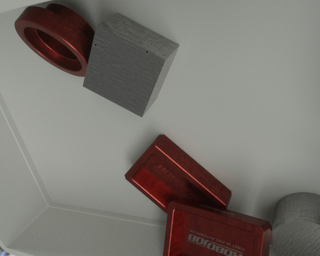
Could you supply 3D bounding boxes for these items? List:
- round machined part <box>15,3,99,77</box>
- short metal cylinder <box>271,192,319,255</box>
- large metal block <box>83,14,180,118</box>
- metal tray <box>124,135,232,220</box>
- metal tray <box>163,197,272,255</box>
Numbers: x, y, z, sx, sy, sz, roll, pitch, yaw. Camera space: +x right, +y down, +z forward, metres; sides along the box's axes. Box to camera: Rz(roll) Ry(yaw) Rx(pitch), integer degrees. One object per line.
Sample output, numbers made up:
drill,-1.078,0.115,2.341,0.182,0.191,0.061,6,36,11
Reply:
round machined part,-0.116,-0.108,0.371,0.098,0.042,0.098,25,162,9
short metal cylinder,0.179,0.125,0.376,0.080,0.050,0.079,13,124,20
large metal block,-0.035,-0.072,0.361,0.080,0.050,0.079,28,128,4
metal tray,0.023,0.081,0.441,0.130,0.030,0.089,40,129,0
metal tray,0.068,0.148,0.393,0.130,0.030,0.089,7,92,36
